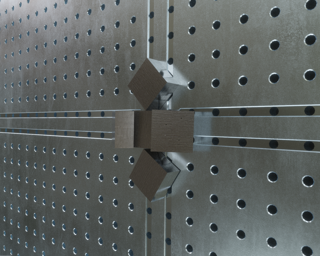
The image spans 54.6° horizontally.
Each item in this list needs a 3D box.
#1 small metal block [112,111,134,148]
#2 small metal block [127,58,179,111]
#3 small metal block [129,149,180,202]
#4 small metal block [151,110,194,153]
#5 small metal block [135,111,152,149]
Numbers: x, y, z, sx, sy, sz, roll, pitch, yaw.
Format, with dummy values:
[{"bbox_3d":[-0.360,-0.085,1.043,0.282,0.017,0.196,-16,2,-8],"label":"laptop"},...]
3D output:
[{"bbox_3d":[-0.053,0.001,0.438,0.050,0.025,0.050,-170,81,-76],"label":"small metal block"},{"bbox_3d":[-0.010,-0.058,0.419,0.050,0.025,0.050,-51,59,27],"label":"small metal block"},{"bbox_3d":[-0.009,0.062,0.417,0.050,0.025,0.050,42,116,33],"label":"small metal block"},{"bbox_3d":[0.015,0.004,0.380,0.050,0.025,0.050,2,92,-1],"label":"small metal block"},{"bbox_3d":[-0.010,0.002,0.418,0.050,0.025,0.050,2,90,40],"label":"small metal block"}]
